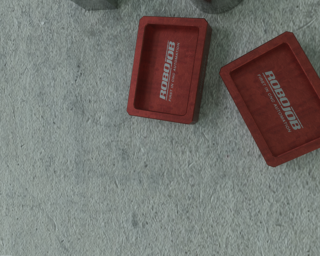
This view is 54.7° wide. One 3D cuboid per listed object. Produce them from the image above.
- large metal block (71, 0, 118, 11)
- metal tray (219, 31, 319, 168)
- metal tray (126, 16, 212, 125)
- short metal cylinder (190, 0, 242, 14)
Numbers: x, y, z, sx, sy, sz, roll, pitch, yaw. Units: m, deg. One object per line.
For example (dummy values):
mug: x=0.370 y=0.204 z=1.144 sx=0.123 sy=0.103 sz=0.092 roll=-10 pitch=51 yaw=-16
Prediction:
large metal block: x=-0.095 y=-0.212 z=0.413 sx=0.050 sy=0.080 sz=0.079 roll=4 pitch=92 yaw=20
metal tray: x=0.138 y=-0.031 z=0.357 sx=0.090 sy=0.030 sz=0.130 roll=-28 pitch=81 yaw=17
metal tray: x=0.012 y=-0.074 z=0.402 sx=0.090 sy=0.030 sz=0.129 roll=10 pitch=93 yaw=19
short metal cylinder: x=0.066 y=-0.185 z=0.372 sx=0.080 sy=0.050 sz=0.080 roll=0 pitch=90 yaw=20
